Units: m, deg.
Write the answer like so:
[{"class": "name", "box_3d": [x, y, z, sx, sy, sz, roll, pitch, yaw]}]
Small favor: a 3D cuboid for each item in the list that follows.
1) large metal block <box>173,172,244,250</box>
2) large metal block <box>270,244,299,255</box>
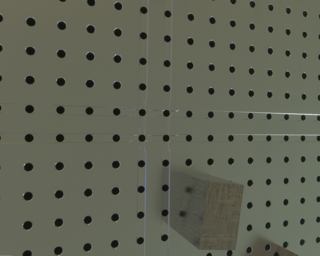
[{"class": "large metal block", "box_3d": [0.061, 0.106, 0.407, 0.050, 0.080, 0.080, 9, 87, -20]}, {"class": "large metal block", "box_3d": [0.201, 0.244, 0.476, 0.080, 0.050, 0.080, 43, 76, -15]}]
